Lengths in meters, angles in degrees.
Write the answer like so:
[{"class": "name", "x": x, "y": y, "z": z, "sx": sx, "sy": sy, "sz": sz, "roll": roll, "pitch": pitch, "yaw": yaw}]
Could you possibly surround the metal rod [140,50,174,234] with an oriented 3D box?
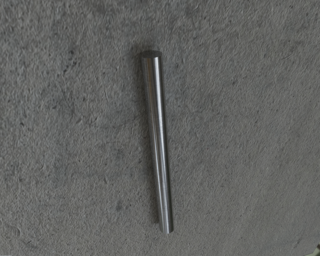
[{"class": "metal rod", "x": 0.001, "y": 0.041, "z": 0.431, "sx": 0.025, "sy": 0.025, "sz": 0.298, "roll": -18, "pitch": 126, "yaw": -18}]
